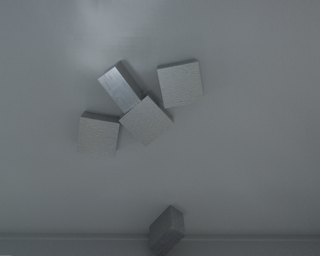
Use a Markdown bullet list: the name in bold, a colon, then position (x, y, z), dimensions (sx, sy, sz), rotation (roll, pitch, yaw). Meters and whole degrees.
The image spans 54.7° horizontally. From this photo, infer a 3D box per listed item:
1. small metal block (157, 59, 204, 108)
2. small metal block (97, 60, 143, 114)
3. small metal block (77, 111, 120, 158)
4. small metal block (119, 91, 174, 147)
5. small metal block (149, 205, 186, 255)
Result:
- **small metal block**: position (0.026, -0.056, 0.391), dimensions (0.050, 0.025, 0.050), rotation (-10, 110, 3)
- **small metal block**: position (-0.046, -0.051, 0.378), dimensions (0.025, 0.050, 0.050), rotation (-34, 107, 11)
- **small metal block**: position (-0.081, 0.009, 0.413), dimensions (0.050, 0.025, 0.050), rotation (10, 110, -4)
- **small metal block**: position (-0.017, -0.012, 0.407), dimensions (0.050, 0.025, 0.050), rotation (-40, 106, 13)
- **small metal block**: position (0.010, 0.150, 0.454), dimensions (0.025, 0.050, 0.050), rotation (38, 106, -13)
